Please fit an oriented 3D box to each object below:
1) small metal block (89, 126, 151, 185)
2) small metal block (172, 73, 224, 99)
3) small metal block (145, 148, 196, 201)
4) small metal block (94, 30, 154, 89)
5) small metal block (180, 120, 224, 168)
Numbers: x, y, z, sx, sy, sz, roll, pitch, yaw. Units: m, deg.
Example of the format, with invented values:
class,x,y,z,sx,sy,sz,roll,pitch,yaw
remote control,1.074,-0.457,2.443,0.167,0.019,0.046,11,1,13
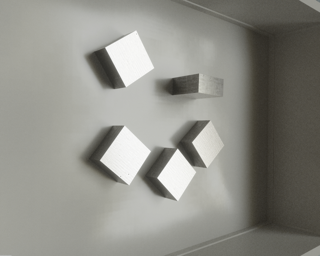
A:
class,x,y,z,sx,sy,sz,roll,pitch,yaw
small metal block,-0.046,0.032,0.369,0.050,0.025,0.050,48,62,-30
small metal block,0.054,-0.058,0.437,0.050,0.050,0.025,4,88,-40
small metal block,0.016,0.063,0.422,0.050,0.025,0.050,52,59,-28
small metal block,-0.042,-0.082,0.373,0.050,0.025,0.050,-41,115,-33
small metal block,0.064,0.023,0.463,0.050,0.025,0.050,-47,118,-30
